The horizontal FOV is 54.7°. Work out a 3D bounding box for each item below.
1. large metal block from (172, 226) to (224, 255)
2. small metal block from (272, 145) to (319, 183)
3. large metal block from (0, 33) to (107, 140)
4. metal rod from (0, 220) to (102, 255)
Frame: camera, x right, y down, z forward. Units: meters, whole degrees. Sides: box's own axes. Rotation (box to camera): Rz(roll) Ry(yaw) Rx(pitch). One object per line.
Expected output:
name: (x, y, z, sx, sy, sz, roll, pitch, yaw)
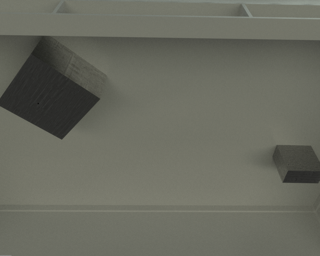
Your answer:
large metal block: (0.077, 0.242, 0.603, 0.080, 0.050, 0.080, -18, 128, 14)
small metal block: (0.195, 0.051, 0.439, 0.050, 0.050, 0.025, 2, 130, -2)
large metal block: (-0.121, -0.045, 0.353, 0.080, 0.050, 0.080, 34, 122, -26)
metal rod: (-0.244, 0.208, 0.585, 0.301, 0.025, 0.025, 31, 123, -25)
